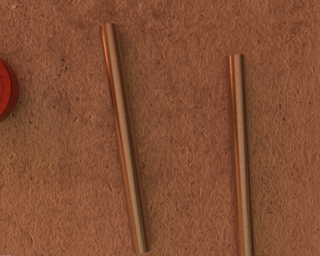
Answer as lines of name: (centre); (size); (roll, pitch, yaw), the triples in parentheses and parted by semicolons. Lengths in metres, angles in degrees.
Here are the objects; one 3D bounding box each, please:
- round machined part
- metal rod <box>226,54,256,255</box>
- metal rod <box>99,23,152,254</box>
round machined part: (-0.230, -0.049, 0.398); (0.099, 0.042, 0.097); (0, 90, -1)
metal rod: (0.108, 0.054, 0.411); (0.025, 0.025, 0.298); (-3, 90, -1)
metal rod: (-0.046, 0.014, 0.409); (0.025, 0.025, 0.298); (-9, 90, 0)
